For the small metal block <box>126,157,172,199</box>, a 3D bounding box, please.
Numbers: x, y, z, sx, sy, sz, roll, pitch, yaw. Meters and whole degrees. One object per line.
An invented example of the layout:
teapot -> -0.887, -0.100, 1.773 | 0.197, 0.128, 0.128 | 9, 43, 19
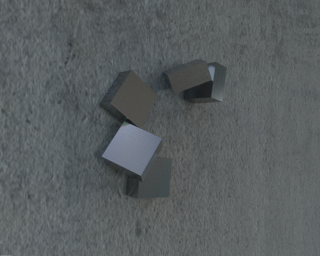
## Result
small metal block -> -0.013, 0.062, 0.396 | 0.050, 0.025, 0.050 | 8, 85, -40

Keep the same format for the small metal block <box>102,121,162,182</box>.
small metal block -> -0.031, 0.027, 0.362 | 0.050, 0.050, 0.025 | -60, 166, -23

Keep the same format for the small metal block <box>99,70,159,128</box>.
small metal block -> -0.037, -0.034, 0.376 | 0.050, 0.025, 0.050 | 42, 64, -32

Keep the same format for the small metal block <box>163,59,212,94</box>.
small metal block -> 0.034, -0.069, 0.406 | 0.050, 0.050, 0.025 | -21, 106, -1

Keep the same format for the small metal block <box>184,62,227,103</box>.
small metal block -> 0.065, -0.064, 0.445 | 0.025, 0.050, 0.050 | 15, 81, -41
